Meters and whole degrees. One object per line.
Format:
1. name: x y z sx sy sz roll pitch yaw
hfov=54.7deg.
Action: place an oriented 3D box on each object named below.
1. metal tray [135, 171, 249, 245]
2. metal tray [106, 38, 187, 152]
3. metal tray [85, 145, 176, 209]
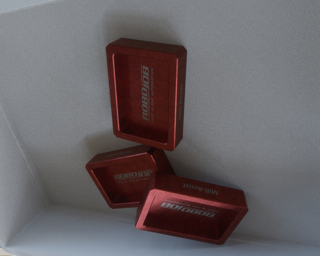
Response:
1. metal tray: 0.040 0.112 0.420 0.131 0.030 0.089 14 127 -8
2. metal tray: -0.016 -0.040 0.387 0.090 0.030 0.129 13 124 20
3. metal tray: -0.041 0.076 0.472 0.130 0.030 0.090 -14 112 33
